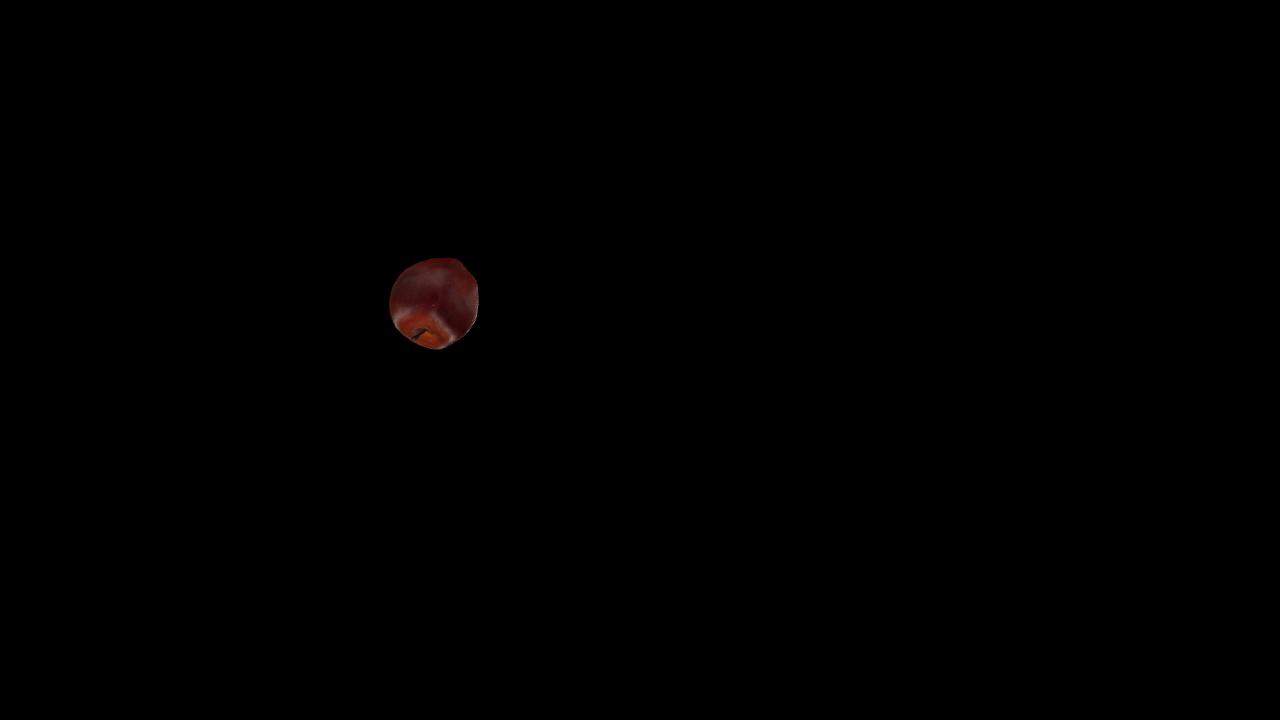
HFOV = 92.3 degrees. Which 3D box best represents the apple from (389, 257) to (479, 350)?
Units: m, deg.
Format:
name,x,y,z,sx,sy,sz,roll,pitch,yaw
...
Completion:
name,x,y,z,sx,sy,sz,roll,pitch,yaw
apple,-0.193,-0.054,0.581,0.079,0.093,0.079,7,-37,6
